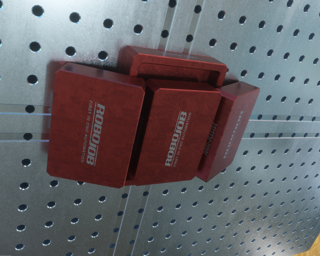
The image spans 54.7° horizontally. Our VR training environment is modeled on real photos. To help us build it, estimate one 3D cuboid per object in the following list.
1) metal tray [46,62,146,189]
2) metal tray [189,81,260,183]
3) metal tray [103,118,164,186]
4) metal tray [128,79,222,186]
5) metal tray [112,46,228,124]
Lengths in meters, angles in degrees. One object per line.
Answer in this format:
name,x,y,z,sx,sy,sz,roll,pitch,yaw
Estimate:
metal tray,-0.073,0.001,0.347,0.091,0.030,0.129,12,115,-6
metal tray,0.091,0.004,0.438,0.091,0.030,0.129,-21,132,-51
metal tray,-0.007,0.032,0.426,0.131,0.030,0.089,0,119,-29
metal tray,0.015,0.008,0.383,0.091,0.030,0.129,-1,119,-29
metal tray,0.013,-0.047,0.387,0.131,0.030,0.089,0,119,-29
